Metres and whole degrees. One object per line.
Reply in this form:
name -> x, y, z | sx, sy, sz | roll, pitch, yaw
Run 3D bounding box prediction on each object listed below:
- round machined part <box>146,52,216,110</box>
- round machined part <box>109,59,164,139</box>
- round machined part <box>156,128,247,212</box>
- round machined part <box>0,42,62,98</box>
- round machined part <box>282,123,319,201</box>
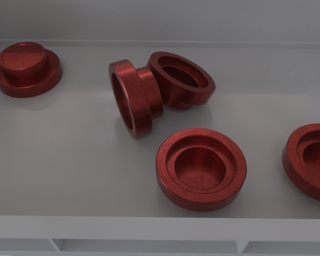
round machined part -> 0.024, -0.061, 0.429 | 0.099, 0.042, 0.098 | 20, 34, -14
round machined part -> -0.028, -0.039, 0.390 | 0.042, 0.097, 0.098 | -19, 53, -14
round machined part -> 0.044, 0.050, 0.352 | 0.099, 0.042, 0.098 | 0, 50, 0
round machined part -> -0.204, -0.095, 0.472 | 0.099, 0.042, 0.098 | 0, 50, 0
round machined part -> 0.191, 0.045, 0.358 | 0.099, 0.042, 0.098 | 0, 50, 0
